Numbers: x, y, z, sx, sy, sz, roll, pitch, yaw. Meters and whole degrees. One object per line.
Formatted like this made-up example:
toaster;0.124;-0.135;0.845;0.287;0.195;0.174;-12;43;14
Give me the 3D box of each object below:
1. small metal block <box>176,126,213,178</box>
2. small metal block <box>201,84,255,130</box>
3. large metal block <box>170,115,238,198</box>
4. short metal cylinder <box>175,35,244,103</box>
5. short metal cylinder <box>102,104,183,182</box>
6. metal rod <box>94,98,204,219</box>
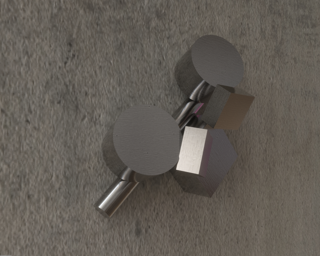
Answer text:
small metal block;0.042;0.029;0.363;0.050;0.025;0.050;40;62;-69
small metal block;0.088;-0.026;0.401;0.050;0.025;0.050;3;119;-40
large metal block;0.055;0.037;0.436;0.080;0.050;0.080;-49;119;-29
short metal cylinder;0.068;-0.081;0.430;0.081;0.050;0.080;8;69;-21
short metal cylinder;-0.021;0.019;0.356;0.081;0.050;0.080;8;69;-21
metal rod;0.021;-0.003;0.425;0.301;0.025;0.025;-49;119;-29
